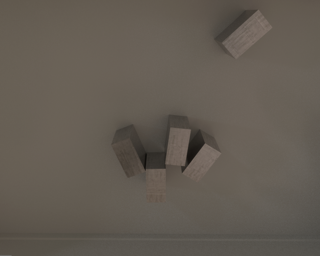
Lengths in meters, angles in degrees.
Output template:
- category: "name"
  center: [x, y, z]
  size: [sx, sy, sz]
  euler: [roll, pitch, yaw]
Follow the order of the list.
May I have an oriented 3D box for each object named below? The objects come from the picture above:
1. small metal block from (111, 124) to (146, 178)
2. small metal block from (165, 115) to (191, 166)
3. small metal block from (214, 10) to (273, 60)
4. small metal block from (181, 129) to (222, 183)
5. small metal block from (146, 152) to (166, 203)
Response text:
- category: "small metal block"
  center: [-0.039, 0.029, 0.408]
  size: [0.025, 0.050, 0.050]
  euler: [-21, 109, 7]
- category: "small metal block"
  center: [0.022, 0.015, 0.404]
  size: [0.025, 0.050, 0.050]
  euler: [6, 110, -3]
- category: "small metal block"
  center: [0.094, -0.109, 0.359]
  size: [0.050, 0.050, 0.025]
  euler: [-41, 105, 13]
- category: "small metal block"
  center: [0.052, 0.036, 0.412]
  size: [0.025, 0.050, 0.050]
  euler: [31, 107, -11]
- category: "small metal block"
  center: [-0.005, 0.066, 0.422]
  size: [0.025, 0.050, 0.050]
  euler: [-1, 110, 0]
